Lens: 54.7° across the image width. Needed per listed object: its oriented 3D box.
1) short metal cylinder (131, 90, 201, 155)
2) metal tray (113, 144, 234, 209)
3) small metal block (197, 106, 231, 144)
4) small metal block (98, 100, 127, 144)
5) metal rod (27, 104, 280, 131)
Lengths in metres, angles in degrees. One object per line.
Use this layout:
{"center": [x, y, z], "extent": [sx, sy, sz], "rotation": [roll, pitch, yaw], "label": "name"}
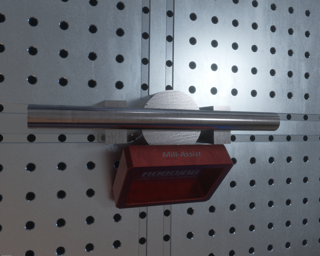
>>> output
{"center": [0.007, -0.007, 0.401], "extent": [0.081, 0.050, 0.080], "rotation": [0, 90, -20], "label": "short metal cylinder"}
{"center": [0.014, 0.060, 0.386], "extent": [0.131, 0.089, 0.030], "rotation": [0, 47, -20], "label": "metal tray"}
{"center": [0.072, -0.004, 0.426], "extent": [0.025, 0.050, 0.050], "rotation": [-1, 91, -20], "label": "small metal block"}
{"center": [-0.059, -0.007, 0.378], "extent": [0.025, 0.050, 0.050], "rotation": [-1, 91, -20], "label": "small metal block"}
{"center": [0.010, -0.010, 0.363], "extent": [0.302, 0.025, 0.025], "rotation": [1, 90, -20], "label": "metal rod"}
